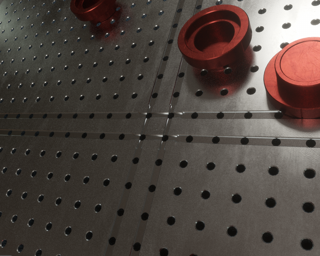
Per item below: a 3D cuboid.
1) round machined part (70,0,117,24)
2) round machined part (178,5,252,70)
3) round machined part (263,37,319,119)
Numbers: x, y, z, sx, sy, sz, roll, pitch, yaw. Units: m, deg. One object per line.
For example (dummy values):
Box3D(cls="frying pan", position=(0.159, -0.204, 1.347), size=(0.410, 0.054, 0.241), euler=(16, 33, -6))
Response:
Box3D(cls="round machined part", position=(-0.124, -0.246, 0.611), size=(0.098, 0.042, 0.098), euler=(-13, 56, 20))
Box3D(cls="round machined part", position=(0.078, -0.120, 0.429), size=(0.098, 0.042, 0.098), euler=(-13, 56, 20))
Box3D(cls="round machined part", position=(0.167, -0.063, 0.348), size=(0.098, 0.042, 0.098), euler=(-13, 56, 20))
